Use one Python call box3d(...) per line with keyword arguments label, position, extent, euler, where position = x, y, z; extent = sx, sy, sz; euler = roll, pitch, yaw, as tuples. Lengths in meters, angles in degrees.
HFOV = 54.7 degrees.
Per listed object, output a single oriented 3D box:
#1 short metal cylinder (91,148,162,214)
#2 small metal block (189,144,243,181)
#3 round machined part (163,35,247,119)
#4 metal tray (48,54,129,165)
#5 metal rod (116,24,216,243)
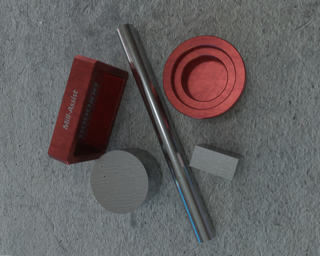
box3d(label="short metal cylinder", position=(-0.043, 0.067, 0.411), extent=(0.080, 0.050, 0.079), euler=(0, 90, 19))
box3d(label="small metal block", position=(0.068, 0.039, 0.369), extent=(0.050, 0.050, 0.025), euler=(18, 96, 19))
box3d(label="round machined part", position=(0.056, -0.060, 0.381), extent=(0.098, 0.042, 0.097), euler=(0, 90, 19))
box3d(label="metal tray", position=(-0.090, -0.022, 0.406), extent=(0.030, 0.090, 0.129), euler=(20, 96, 19))
box3d(label="metal rod", position=(0.005, 0.001, 0.408), extent=(0.025, 0.025, 0.299), euler=(-23, 82, 18))
